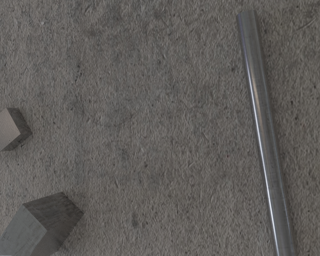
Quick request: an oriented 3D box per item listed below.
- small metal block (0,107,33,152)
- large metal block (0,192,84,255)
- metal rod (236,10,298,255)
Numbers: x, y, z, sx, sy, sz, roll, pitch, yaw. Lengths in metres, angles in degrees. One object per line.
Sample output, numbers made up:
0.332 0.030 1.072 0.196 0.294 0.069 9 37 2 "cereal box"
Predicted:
-0.240 0.002 0.494 0.050 0.025 0.050 -36 79 16 "small metal block"
-0.169 0.145 0.439 0.050 0.080 0.080 39 102 15 "large metal block"
0.125 0.011 0.364 0.025 0.025 0.298 -9 87 20 "metal rod"
